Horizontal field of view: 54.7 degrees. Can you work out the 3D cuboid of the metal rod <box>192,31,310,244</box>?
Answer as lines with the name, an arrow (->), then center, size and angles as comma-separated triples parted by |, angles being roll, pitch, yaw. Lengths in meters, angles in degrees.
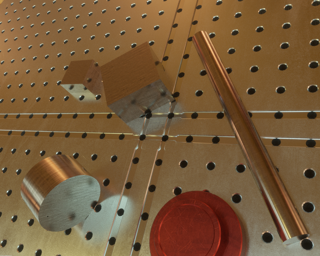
metal rod -> 0.092, -0.016, 0.369 | 0.025, 0.025, 0.299 | -25, 53, 13

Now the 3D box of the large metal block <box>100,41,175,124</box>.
large metal block -> -0.034, -0.066, 0.449 | 0.080, 0.050, 0.080 | -26, 53, 12

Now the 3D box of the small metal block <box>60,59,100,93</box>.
small metal block -> -0.136, -0.089, 0.531 | 0.050, 0.025, 0.050 | 3, 63, 29

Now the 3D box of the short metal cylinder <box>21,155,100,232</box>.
short metal cylinder -> -0.123, 0.080, 0.386 | 0.050, 0.080, 0.080 | 33, 80, 38

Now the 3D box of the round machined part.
round machined part -> 0.033, 0.110, 0.312 | 0.098, 0.042, 0.098 | -13, 56, 20
